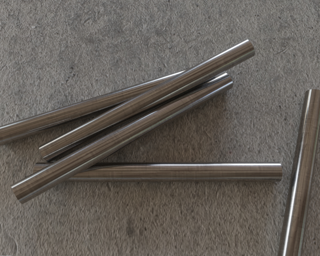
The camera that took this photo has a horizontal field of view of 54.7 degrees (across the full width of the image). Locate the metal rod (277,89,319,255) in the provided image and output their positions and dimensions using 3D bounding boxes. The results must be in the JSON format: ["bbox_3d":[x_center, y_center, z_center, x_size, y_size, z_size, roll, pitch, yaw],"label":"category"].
[{"bbox_3d":[0.168,0.087,0.377,0.025,0.025,0.299,16,71,6],"label":"metal rod"}]

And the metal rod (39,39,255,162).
[{"bbox_3d":[-0.014,-0.037,0.404,0.301,0.025,0.025,-28,73,-3],"label":"metal rod"}]

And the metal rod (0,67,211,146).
[{"bbox_3d":[-0.070,-0.035,0.420,0.302,0.025,0.025,-18,71,-7],"label":"metal rod"}]

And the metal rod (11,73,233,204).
[{"bbox_3d":[-0.033,0.004,0.388,0.302,0.025,0.025,-29,73,-17],"label":"metal rod"}]

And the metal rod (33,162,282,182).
[{"bbox_3d":[-0.002,0.055,0.387,0.302,0.025,0.025,0,70,0],"label":"metal rod"}]
